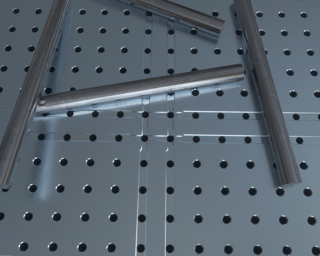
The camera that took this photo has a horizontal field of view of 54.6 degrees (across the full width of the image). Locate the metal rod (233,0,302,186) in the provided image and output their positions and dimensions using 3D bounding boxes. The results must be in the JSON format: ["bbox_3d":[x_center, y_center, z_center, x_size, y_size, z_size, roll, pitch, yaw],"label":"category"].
[{"bbox_3d":[0.146,-0.069,0.437,0.025,0.025,0.299,-7,70,-2],"label":"metal rod"}]

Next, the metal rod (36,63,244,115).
[{"bbox_3d":[-0.033,-0.054,0.431,0.302,0.025,0.025,-10,70,-4],"label":"metal rod"}]

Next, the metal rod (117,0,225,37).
[{"bbox_3d":[-0.044,-0.206,0.486,0.301,0.025,0.025,23,72,8],"label":"metal rod"}]

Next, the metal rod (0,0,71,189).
[{"bbox_3d":[-0.164,-0.068,0.412,0.025,0.025,0.300,5,61,2],"label":"metal rod"}]
